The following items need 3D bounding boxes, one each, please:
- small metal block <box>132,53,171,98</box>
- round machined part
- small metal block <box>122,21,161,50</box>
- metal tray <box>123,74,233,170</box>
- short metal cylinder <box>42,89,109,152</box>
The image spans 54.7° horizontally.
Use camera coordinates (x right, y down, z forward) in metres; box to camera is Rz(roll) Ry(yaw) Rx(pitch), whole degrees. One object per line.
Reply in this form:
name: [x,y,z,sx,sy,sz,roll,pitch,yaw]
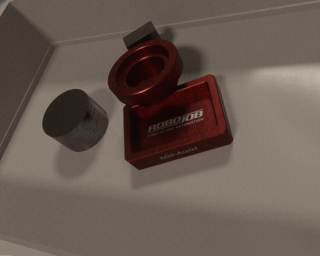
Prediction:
small metal block: [-0.013,-0.078,0.459,0.050,0.025,0.050,-14,56,20]
round machined part: [-0.015,-0.067,0.405,0.098,0.042,0.098,-16,48,19]
small metal block: [-0.021,-0.127,0.477,0.050,0.050,0.025,-30,52,9]
metal tray: [0.018,-0.007,0.396,0.130,0.030,0.090,-18,55,17]
short metal cylinder: [-0.125,-0.011,0.460,0.080,0.050,0.080,-13,56,20]
